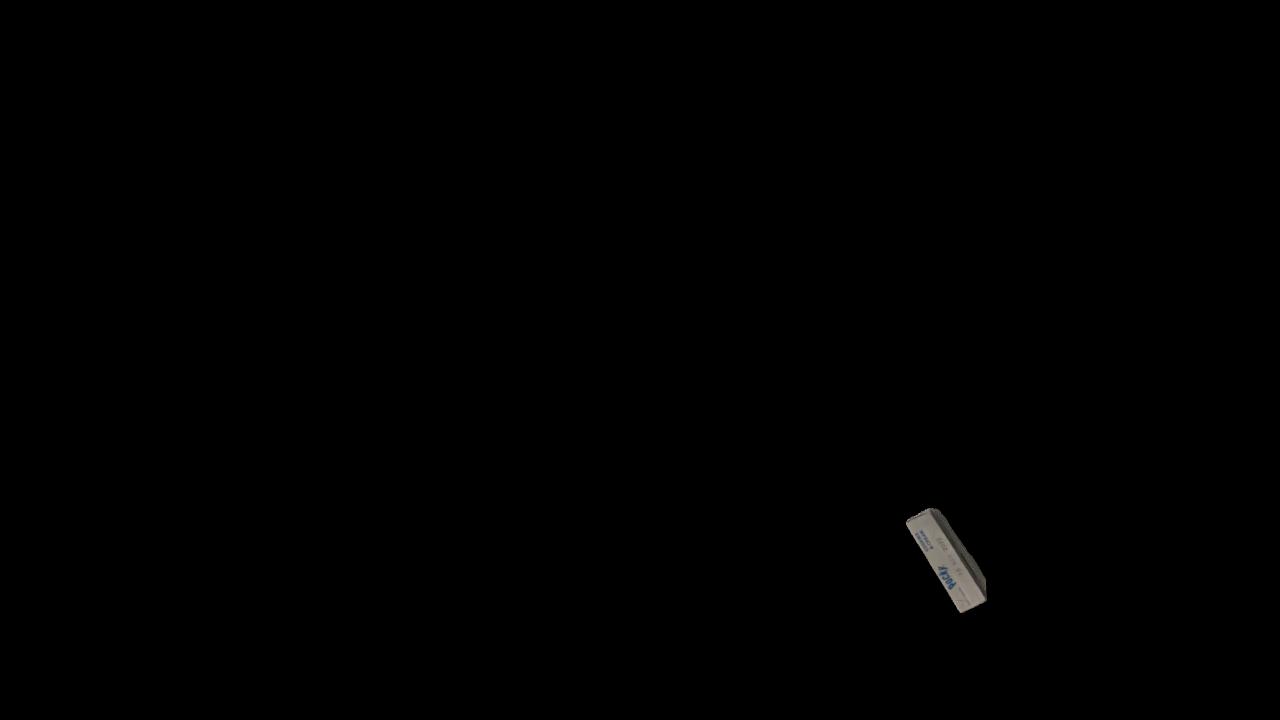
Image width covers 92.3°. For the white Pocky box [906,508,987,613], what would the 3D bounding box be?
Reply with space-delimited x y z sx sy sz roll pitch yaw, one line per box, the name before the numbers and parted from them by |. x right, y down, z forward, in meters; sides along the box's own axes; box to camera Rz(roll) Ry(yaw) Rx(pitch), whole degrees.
white Pocky box | 0.291 0.183 0.580 0.028 0.084 0.154 -35 -26 17
